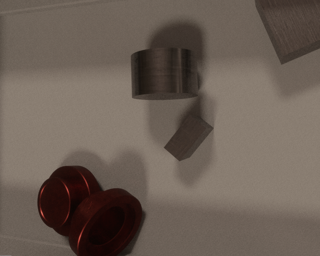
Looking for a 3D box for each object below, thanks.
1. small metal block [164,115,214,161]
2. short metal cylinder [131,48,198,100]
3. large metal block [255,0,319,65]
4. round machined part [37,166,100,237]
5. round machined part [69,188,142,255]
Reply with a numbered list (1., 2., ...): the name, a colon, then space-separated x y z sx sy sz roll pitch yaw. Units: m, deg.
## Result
1. small metal block: 0.037 0.012 0.384 0.025 0.050 0.050 41 103 15
2. short metal cylinder: 0.005 -0.063 0.379 0.080 0.080 0.050 -2 90 19
3. large metal block: 0.159 -0.127 0.341 0.080 0.050 0.080 -23 83 18
4. round machined part: -0.133 0.102 0.435 0.098 0.042 0.097 -4 83 33
5. round machined part: -0.074 0.121 0.401 0.042 0.099 0.097 27 99 39
